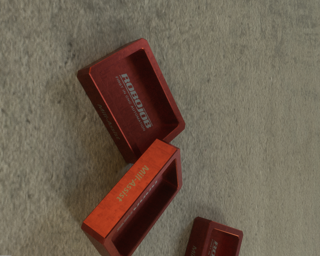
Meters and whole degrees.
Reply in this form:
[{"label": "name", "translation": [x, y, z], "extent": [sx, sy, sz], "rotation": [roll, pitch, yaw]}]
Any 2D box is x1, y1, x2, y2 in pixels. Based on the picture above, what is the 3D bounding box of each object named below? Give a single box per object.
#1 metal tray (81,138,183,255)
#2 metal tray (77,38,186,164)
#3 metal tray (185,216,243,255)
[{"label": "metal tray", "translation": [-0.023, 0.086, 0.355], "extent": [0.130, 0.030, 0.090], "rotation": [-48, 150, -29]}, {"label": "metal tray", "translation": [-0.029, -0.031, 0.378], "extent": [0.090, 0.030, 0.129], "rotation": [-40, 115, -33]}, {"label": "metal tray", "translation": [0.075, 0.209, 0.467], "extent": [0.090, 0.030, 0.130], "rotation": [29, 72, -37]}]
